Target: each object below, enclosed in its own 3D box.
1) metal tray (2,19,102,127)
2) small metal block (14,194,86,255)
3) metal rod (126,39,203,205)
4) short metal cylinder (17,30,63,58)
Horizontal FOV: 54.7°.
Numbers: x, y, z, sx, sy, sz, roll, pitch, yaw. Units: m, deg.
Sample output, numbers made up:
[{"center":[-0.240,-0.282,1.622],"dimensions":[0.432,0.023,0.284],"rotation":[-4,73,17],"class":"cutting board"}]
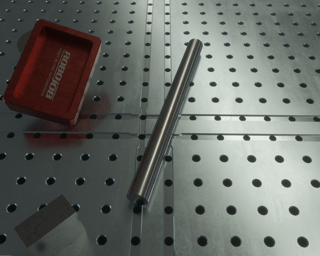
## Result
[{"center":[-0.142,-0.076,0.423],"dimensions":[0.091,0.030,0.130],"rotation":[17,70,-8],"class":"metal tray"},{"center":[-0.106,0.101,0.305],"dimensions":[0.050,0.050,0.025],"rotation":[-36,59,-26],"class":"small metal block"},{"center":[0.018,-0.031,0.434],"dimensions":[0.025,0.025,0.300],"rotation":[13,51,10],"class":"metal rod"},{"center":[-0.174,-0.116,0.487],"dimensions":[0.081,0.050,0.080],"rotation":[0,50,0],"class":"short metal cylinder"}]
